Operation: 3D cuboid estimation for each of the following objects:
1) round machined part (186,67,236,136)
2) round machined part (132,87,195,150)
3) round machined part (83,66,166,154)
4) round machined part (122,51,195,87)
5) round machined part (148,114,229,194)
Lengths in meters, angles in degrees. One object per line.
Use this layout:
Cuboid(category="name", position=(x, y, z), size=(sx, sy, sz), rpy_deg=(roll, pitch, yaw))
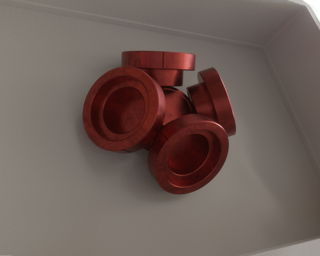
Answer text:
Cuboid(category="round machined part", position=(0.066, -0.030, 0.426), size=(0.042, 0.098, 0.098), rpy_deg=(-18, 67, 3))
Cuboid(category="round machined part", position=(0.007, -0.017, 0.408), size=(0.099, 0.042, 0.098), rpy_deg=(14, 56, -21))
Cuboid(category="round machined part", position=(-0.037, -0.018, 0.361), size=(0.042, 0.098, 0.098), rpy_deg=(27, 40, -62))
Cuboid(category="round machined part", position=(-0.002, -0.078, 0.417), size=(0.099, 0.098, 0.042), rpy_deg=(-4, 102, -30))
Cuboid(category="round machined part", position=(0.030, 0.027, 0.369), size=(0.099, 0.097, 0.042), rpy_deg=(-1, 26, -29))
